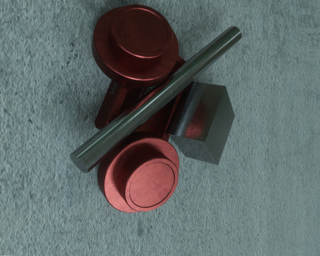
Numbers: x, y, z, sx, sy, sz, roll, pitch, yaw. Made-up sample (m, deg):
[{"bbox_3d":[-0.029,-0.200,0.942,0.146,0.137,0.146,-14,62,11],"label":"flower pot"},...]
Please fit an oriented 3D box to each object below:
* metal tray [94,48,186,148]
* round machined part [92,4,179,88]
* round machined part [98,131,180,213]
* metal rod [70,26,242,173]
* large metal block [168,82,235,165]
[{"bbox_3d":[-0.016,-0.042,0.389,0.090,0.030,0.130,31,71,-36],"label":"metal tray"},{"bbox_3d":[-0.024,-0.098,0.348,0.099,0.042,0.098,6,69,-16],"label":"round machined part"},{"bbox_3d":[-0.018,0.056,0.358,0.099,0.042,0.097,-13,117,-27],"label":"round machined part"},{"bbox_3d":[0.015,-0.052,0.380,0.302,0.025,0.025,-43,116,-32],"label":"metal rod"},{"bbox_3d":[0.060,-0.005,0.421,0.080,0.050,0.080,-67,151,-19],"label":"large metal block"}]
